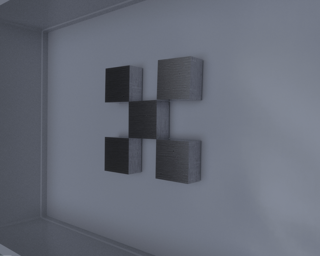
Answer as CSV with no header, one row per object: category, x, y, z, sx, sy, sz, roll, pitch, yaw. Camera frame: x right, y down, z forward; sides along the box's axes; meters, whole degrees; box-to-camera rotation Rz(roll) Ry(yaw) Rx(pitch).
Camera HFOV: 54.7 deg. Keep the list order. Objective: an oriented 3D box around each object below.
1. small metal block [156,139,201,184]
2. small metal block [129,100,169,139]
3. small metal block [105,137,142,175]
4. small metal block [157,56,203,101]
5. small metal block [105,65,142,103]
small metal block,0.022,0.040,0.386,0.050,0.025,0.050,2,91,40
small metal block,-0.015,-0.011,0.417,0.050,0.025,0.050,1,91,40
small metal block,-0.054,0.038,0.449,0.050,0.025,0.050,1,91,40
small metal block,0.024,-0.060,0.384,0.050,0.025,0.050,3,92,40
small metal block,-0.053,-0.062,0.448,0.050,0.025,0.050,2,92,40
